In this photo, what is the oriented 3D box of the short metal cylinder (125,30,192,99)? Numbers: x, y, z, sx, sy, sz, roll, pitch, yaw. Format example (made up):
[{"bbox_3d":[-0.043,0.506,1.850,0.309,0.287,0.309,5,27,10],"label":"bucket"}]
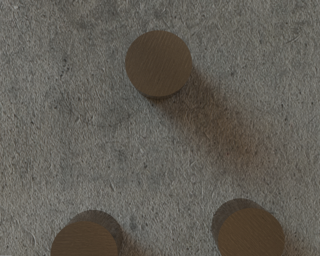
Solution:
[{"bbox_3d":[-0.002,-0.078,0.397,0.081,0.050,0.080,0,90,0],"label":"short metal cylinder"}]

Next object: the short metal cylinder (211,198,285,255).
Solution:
[{"bbox_3d":[0.110,0.136,0.398,0.081,0.050,0.080,0,90,0],"label":"short metal cylinder"}]

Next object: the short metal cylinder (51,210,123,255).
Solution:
[{"bbox_3d":[-0.091,0.151,0.397,0.081,0.050,0.080,0,90,0],"label":"short metal cylinder"}]
